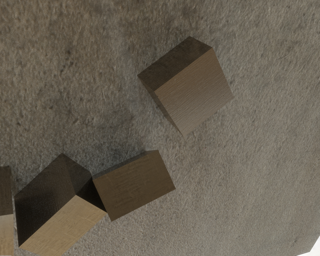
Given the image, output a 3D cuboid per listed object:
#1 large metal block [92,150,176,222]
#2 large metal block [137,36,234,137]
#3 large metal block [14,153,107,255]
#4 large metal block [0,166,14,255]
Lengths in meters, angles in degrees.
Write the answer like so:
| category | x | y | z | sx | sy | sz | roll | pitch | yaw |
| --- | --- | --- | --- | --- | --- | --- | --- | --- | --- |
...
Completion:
| category | x | y | z | sx | sy | sz | roll | pitch | yaw |
| --- | --- | --- | --- | --- | --- | --- | --- | --- | --- |
| large metal block | -0.036 | 0.067 | 0.385 | 0.081 | 0.080 | 0.050 | -24 | 91 | -14 |
| large metal block | 0.033 | -0.050 | 0.379 | 0.080 | 0.050 | 0.080 | -38 | 130 | -3 |
| large metal block | -0.119 | 0.090 | 0.363 | 0.080 | 0.080 | 0.050 | -43 | 130 | 1 |
| large metal block | -0.187 | 0.098 | 0.331 | 0.050 | 0.080 | 0.079 | -2 | 119 | -28 |
